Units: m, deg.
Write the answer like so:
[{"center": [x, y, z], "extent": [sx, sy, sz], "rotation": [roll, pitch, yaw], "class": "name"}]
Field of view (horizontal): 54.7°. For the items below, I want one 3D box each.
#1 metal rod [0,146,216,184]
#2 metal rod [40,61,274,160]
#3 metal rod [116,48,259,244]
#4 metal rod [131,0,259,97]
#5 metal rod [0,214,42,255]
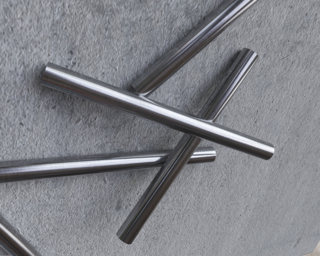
[{"center": [-0.056, 0.045, 0.403], "extent": [0.303, 0.025, 0.025], "rotation": [-2, 119, -28], "class": "metal rod"}, {"center": [0.016, -0.011, 0.369], "extent": [0.302, 0.025, 0.025], "rotation": [18, 109, -23], "class": "metal rod"}, {"center": [0.036, 0.024, 0.414], "extent": [0.025, 0.025, 0.299], "rotation": [34, 91, -38], "class": "metal rod"}, {"center": [0.087, -0.141, 0.366], "extent": [0.300, 0.025, 0.025], "rotation": [-41, 129, 0], "class": "metal rod"}, {"center": [-0.201, 0.107, 0.363], "extent": [0.025, 0.025, 0.299], "rotation": [-28, 128, -11], "class": "metal rod"}]
